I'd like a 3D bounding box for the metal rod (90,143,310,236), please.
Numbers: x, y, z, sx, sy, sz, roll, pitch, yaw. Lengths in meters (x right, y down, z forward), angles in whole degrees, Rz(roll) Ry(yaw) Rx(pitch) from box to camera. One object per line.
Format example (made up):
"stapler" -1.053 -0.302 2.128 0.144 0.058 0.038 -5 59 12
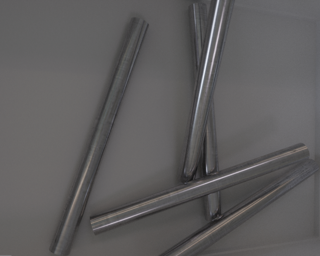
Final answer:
"metal rod" 0.059 0.076 0.408 0.302 0.025 0.025 -17 96 -10

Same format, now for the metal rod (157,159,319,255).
"metal rod" 0.121 0.114 0.434 0.302 0.025 0.025 -23 98 -27

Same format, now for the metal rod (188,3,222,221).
"metal rod" 0.064 -0.020 0.433 0.025 0.025 0.298 -5 92 -20

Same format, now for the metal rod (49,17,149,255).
"metal rod" -0.072 0.005 0.383 0.025 0.025 0.299 21 83 -19

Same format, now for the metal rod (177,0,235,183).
"metal rod" 0.056 -0.064 0.364 0.025 0.025 0.298 -1 116 -20
